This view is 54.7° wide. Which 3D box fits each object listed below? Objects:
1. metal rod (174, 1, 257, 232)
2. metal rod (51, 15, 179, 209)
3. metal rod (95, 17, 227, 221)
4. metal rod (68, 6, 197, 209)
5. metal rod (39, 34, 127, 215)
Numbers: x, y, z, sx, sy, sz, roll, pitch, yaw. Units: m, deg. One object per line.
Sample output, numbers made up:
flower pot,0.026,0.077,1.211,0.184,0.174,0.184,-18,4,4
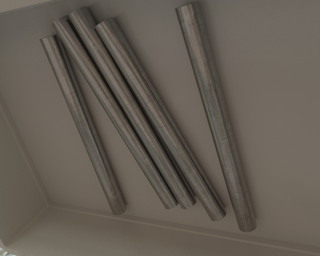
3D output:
metal rod,0.074,0.005,0.371,0.025,0.025,0.298,-6,116,30
metal rod,-0.053,-0.011,0.428,0.025,0.025,0.299,-19,109,35
metal rod,0.009,0.000,0.402,0.025,0.025,0.299,-20,108,35
metal rod,-0.028,-0.015,0.412,0.025,0.025,0.299,-18,109,35
metal rod,-0.108,0.010,0.469,0.025,0.025,0.298,-2,118,29
